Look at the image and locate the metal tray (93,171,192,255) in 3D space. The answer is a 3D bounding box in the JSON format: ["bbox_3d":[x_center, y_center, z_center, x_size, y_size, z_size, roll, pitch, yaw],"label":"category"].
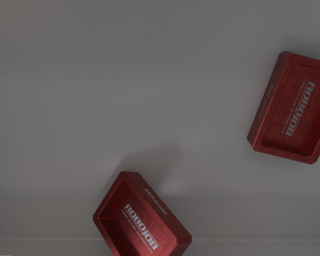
[{"bbox_3d":[-0.029,0.130,0.404,0.030,0.130,0.090,18,109,-48],"label":"metal tray"}]

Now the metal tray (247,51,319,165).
[{"bbox_3d":[0.179,-0.024,0.401,0.091,0.030,0.129,14,110,-5],"label":"metal tray"}]
